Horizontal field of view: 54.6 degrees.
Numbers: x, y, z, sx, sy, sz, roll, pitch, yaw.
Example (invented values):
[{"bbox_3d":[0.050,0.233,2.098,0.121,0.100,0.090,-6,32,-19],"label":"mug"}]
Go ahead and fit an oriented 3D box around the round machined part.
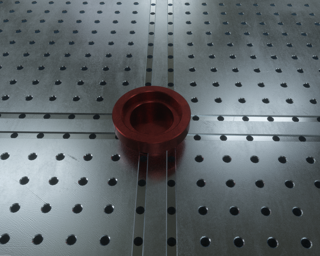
[{"bbox_3d":[-0.010,-0.007,0.402,0.099,0.042,0.098,0,50,0],"label":"round machined part"}]
